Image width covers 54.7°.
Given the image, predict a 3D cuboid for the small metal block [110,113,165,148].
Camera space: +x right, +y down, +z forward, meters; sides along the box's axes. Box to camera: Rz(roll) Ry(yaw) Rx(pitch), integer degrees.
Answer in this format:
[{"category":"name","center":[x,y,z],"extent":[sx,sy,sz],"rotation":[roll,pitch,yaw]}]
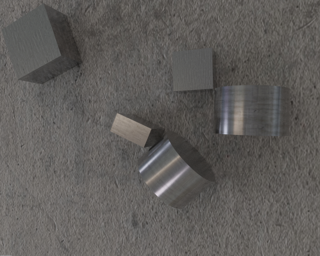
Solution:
[{"category":"small metal block","center":[-0.028,0.002,0.406],"extent":[0.050,0.050,0.025],"rotation":[25,98,18]}]

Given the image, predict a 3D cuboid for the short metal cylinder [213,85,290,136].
[{"category":"short metal cylinder","center":[0.101,-0.018,0.344],"extent":[0.080,0.080,0.050],"rotation":[2,91,20]}]

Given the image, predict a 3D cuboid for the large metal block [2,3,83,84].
[{"category":"large metal block","center":[-0.173,-0.120,0.457],"extent":[0.080,0.050,0.080],"rotation":[-22,83,18]}]

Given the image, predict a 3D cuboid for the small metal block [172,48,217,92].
[{"category":"small metal block","center":[0.044,-0.072,0.393],"extent":[0.050,0.025,0.050],"rotation":[-2,90,20]}]

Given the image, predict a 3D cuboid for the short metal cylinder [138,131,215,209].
[{"category":"short metal cylinder","center":[0.020,0.049,0.373],"extent":[0.050,0.080,0.080],"rotation":[-45,76,15]}]
